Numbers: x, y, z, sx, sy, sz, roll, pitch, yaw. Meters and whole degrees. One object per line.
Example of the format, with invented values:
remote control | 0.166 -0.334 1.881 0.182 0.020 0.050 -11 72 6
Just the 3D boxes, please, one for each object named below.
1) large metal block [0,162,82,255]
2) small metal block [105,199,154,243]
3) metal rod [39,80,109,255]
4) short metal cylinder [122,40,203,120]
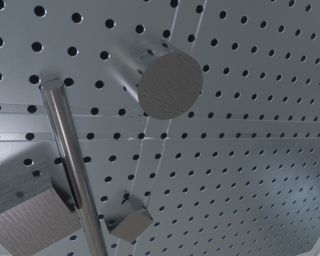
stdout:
large metal block | -0.153 0.101 0.374 0.080 0.050 0.080 -27 128 -12
small metal block | -0.047 0.143 0.475 0.050 0.025 0.050 -46 129 3
metal rod | -0.103 0.079 0.404 0.025 0.025 0.298 -17 126 -19
short metal cylinder | 0.002 -0.056 0.362 0.081 0.050 0.079 -14 124 -21
